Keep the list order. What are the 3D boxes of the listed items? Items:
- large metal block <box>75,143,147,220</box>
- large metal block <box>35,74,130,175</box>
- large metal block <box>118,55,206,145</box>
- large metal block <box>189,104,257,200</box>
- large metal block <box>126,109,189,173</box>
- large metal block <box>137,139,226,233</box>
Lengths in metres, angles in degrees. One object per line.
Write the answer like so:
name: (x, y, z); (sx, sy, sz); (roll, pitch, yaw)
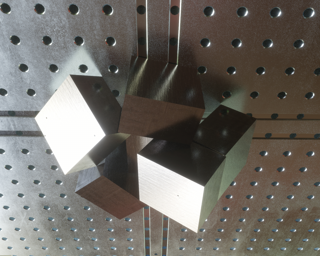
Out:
large metal block: (-0.062, 0.066, 0.429); (0.050, 0.080, 0.080); (-33, 123, 24)
large metal block: (-0.089, -0.005, 0.362); (0.080, 0.080, 0.050); (-41, 163, 29)
large metal block: (0.001, -0.033, 0.348); (0.080, 0.080, 0.050); (10, 129, -8)
large metal block: (0.074, 0.030, 0.390); (0.050, 0.080, 0.080); (26, 136, 28)
large metal block: (-0.001, 0.014, 0.407); (0.080, 0.050, 0.080); (1, 130, -1)
large metal block: (0.023, 0.060, 0.355); (0.080, 0.050, 0.080); (23, 134, 25)
